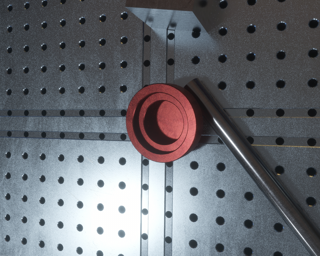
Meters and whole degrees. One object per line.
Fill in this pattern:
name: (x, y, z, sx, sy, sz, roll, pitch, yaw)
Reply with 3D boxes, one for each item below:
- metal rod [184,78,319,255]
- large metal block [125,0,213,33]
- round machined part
metal rod: (0.126, 0.062, 0.368, 0.025, 0.025, 0.299, -40, 78, 16)
large metal block: (0.015, -0.156, 0.378, 0.080, 0.080, 0.050, 12, 94, 19)
round machined part: (0.009, -0.008, 0.394, 0.098, 0.042, 0.097, 4, 99, 28)
